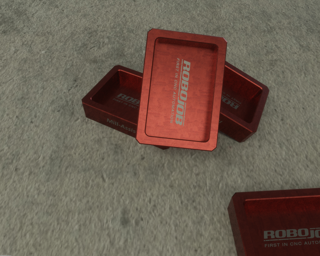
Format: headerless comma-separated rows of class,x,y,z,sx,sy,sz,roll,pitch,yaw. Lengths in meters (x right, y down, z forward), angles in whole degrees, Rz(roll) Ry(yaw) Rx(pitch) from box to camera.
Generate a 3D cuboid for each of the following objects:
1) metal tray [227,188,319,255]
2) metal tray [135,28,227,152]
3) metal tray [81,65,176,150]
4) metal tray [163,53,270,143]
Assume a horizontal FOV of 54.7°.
metal tray,0.143,0.108,0.310,0.131,0.030,0.090,-2,50,-3
metal tray,0.024,-0.042,0.357,0.091,0.030,0.129,6,88,-3
metal tray,-0.028,-0.033,0.426,0.130,0.030,0.090,22,53,17
metal tray,0.075,-0.050,0.414,0.130,0.030,0.090,31,54,-2
